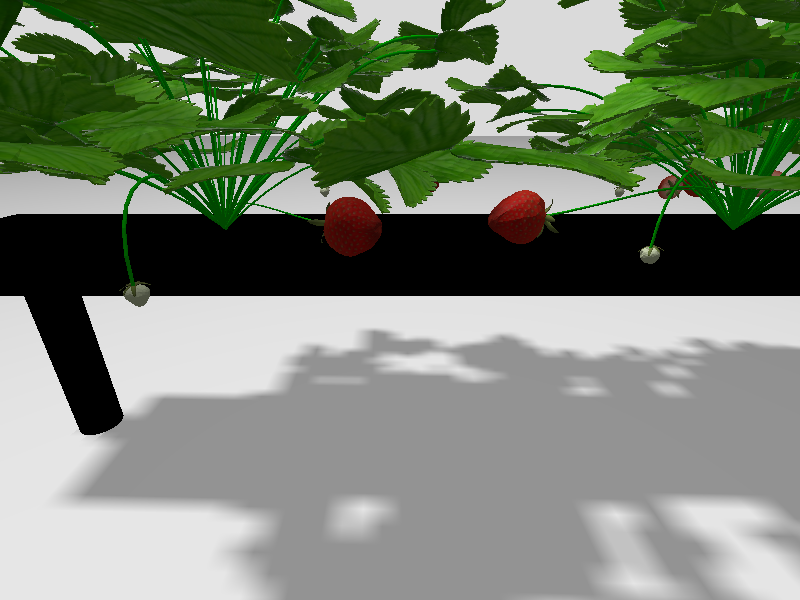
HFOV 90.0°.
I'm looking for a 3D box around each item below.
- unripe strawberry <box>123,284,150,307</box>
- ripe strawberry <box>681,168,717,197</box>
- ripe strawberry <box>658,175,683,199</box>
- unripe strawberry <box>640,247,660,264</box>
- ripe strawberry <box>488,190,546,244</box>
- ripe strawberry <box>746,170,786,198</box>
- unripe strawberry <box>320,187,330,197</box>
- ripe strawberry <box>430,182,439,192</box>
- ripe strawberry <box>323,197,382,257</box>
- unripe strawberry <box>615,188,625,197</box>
[{"bbox_3d":[-0.129,-0.002,0.196,0.011,0.011,0.010,-4,24,-8],"label":"unripe strawberry"},{"bbox_3d":[0.387,-0.157,0.520,0.040,0.043,0.043,11,26,24],"label":"ripe strawberry"},{"bbox_3d":[0.328,-0.138,0.487,0.025,0.029,0.027,5,24,11],"label":"ripe strawberry"},{"bbox_3d":[0.160,-0.028,0.256,0.010,0.011,0.012,-17,29,-34],"label":"unripe strawberry"},{"bbox_3d":[0.089,-0.064,0.310,0.043,0.042,0.040,-5,24,-10],"label":"ripe strawberry"},{"bbox_3d":[0.449,-0.142,0.490,0.038,0.032,0.038,22,26,40],"label":"ripe strawberry"},{"bbox_3d":[-0.089,-0.129,0.476,0.011,0.011,0.010,11,26,23],"label":"unripe strawberry"},{"bbox_3d":[0.037,-0.157,0.528,0.037,0.031,0.037,22,4,40],"label":"ripe strawberry"},{"bbox_3d":[-0.031,-0.051,0.284,0.042,0.041,0.039,14,27,27],"label":"ripe strawberry"},{"bbox_3d":[0.260,-0.128,0.474,0.011,0.011,0.010,-6,25,-13],"label":"unripe strawberry"}]
